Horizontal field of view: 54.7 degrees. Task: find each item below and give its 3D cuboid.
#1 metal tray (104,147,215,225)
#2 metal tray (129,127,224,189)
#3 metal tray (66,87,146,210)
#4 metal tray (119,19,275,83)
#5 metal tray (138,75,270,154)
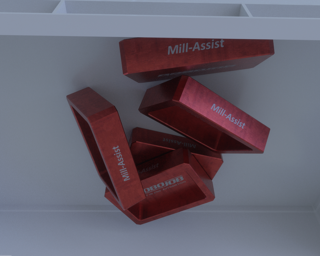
[{"bbox_3d":[0.000,0.086,0.439,0.130,0.030,0.090,-24,127,18],"label":"metal tray"},{"bbox_3d":[0.014,0.053,0.452,0.131,0.030,0.089,13,129,-11],"label":"metal tray"},{"bbox_3d":[-0.064,0.024,0.371,0.030,0.090,0.129,-27,122,-20],"label":"metal tray"},{"bbox_3d":[0.034,-0.071,0.306,0.131,0.090,0.030,-7,93,5],"label":"metal tray"},{"bbox_3d":[0.051,-0.009,0.364,0.131,0.030,0.090,28,163,-24],"label":"metal tray"}]
